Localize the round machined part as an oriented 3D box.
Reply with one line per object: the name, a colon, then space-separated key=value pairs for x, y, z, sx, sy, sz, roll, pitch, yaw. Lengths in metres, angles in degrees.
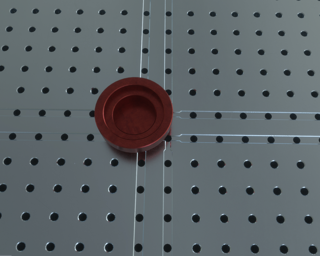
round machined part: x=-0.033 y=-0.014 z=0.407 sx=0.099 sy=0.042 sz=0.098 roll=0 pitch=70 yaw=-1
